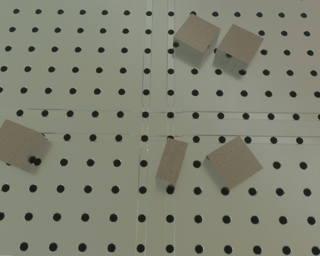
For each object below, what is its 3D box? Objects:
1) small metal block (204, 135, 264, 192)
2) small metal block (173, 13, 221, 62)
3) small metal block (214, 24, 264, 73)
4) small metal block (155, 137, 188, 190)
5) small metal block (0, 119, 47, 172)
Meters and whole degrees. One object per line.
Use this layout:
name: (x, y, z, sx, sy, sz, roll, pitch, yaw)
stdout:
small metal block: (0.093, 0.046, 0.396, 0.050, 0.025, 0.050, -30, 73, -11)
small metal block: (0.054, -0.134, 0.461, 0.050, 0.025, 0.050, 32, 73, 11)
small metal block: (0.116, -0.117, 0.455, 0.050, 0.025, 0.050, 30, 73, 10)
small metal block: (0.014, 0.045, 0.382, 0.025, 0.050, 0.050, 16, 71, 6)
small metal block: (-0.186, 0.023, 0.403, 0.050, 0.025, 0.050, 21, 71, 7)
